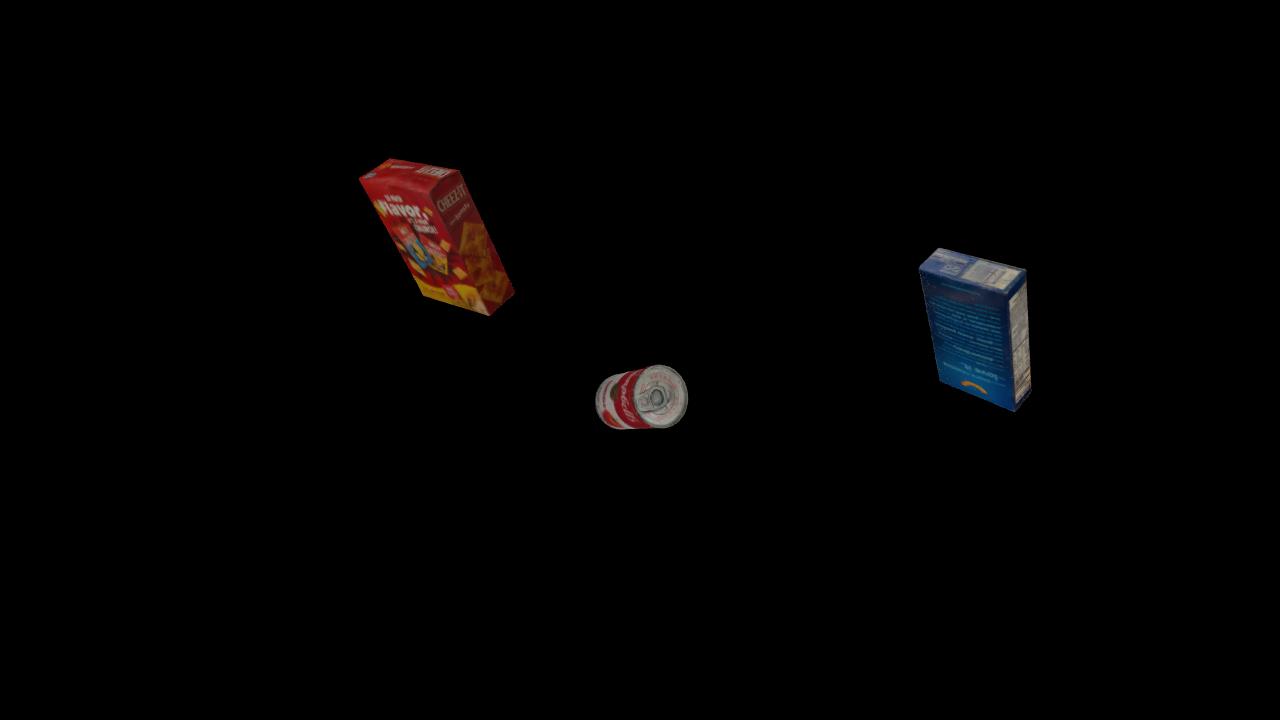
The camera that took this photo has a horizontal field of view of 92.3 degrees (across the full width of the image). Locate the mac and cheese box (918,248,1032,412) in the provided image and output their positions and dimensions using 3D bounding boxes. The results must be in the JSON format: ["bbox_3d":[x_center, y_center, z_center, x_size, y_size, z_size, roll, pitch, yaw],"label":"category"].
[{"bbox_3d":[0.360,-0.029,0.655,0.093,0.041,0.184,31,-20,48],"label":"mac and cheese box"}]

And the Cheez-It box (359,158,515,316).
[{"bbox_3d":[-0.303,-0.183,0.932,0.166,0.223,0.071,17,53,31],"label":"Cheez-It box"}]

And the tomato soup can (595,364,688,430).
[{"bbox_3d":[-0.001,0.044,0.690,0.068,0.068,0.101,0,-6,-28],"label":"tomato soup can"}]
